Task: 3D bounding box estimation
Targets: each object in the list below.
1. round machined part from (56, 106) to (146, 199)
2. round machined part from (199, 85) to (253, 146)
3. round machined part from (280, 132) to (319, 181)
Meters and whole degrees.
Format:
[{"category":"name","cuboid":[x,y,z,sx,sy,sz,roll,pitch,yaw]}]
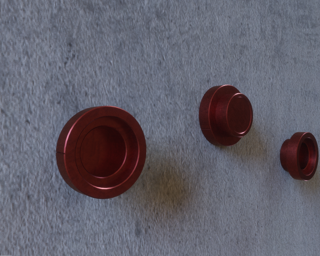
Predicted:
[{"category":"round machined part","cuboid":[-0.067,0.025,0.339,0.099,0.042,0.097,0,90,-40]},{"category":"round machined part","cuboid":[0.110,-0.020,0.489,0.099,0.042,0.097,0,90,-40]},{"category":"round machined part","cuboid":[0.283,0.057,0.635,0.099,0.042,0.097,0,90,-40]}]
